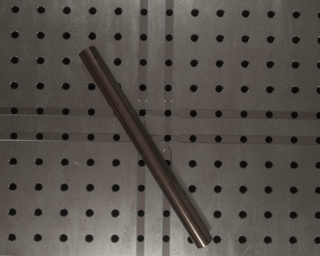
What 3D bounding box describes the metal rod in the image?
[{"bbox_3d":[-0.019,0.025,0.413,0.025,0.025,0.299,-31,90,0],"label":"metal rod"}]
